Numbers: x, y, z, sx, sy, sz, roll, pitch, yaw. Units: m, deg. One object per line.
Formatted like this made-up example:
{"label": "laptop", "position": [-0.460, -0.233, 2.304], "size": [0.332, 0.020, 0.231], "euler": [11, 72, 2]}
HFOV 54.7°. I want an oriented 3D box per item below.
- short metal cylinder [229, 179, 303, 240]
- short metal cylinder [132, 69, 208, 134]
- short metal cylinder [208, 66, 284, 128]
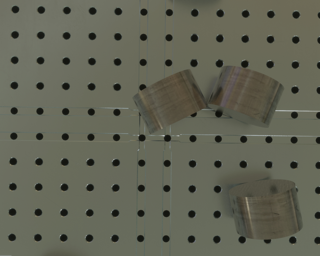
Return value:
{"label": "short metal cylinder", "position": [0.131, 0.099, 0.388], "size": [0.080, 0.080, 0.050], "euler": [-11, 90, 0]}
{"label": "short metal cylinder", "position": [0.013, -0.032, 0.386], "size": [0.080, 0.080, 0.050], "euler": [-26, 90, 0]}
{"label": "short metal cylinder", "position": [0.106, -0.038, 0.387], "size": [0.080, 0.080, 0.050], "euler": [22, 90, -1]}
